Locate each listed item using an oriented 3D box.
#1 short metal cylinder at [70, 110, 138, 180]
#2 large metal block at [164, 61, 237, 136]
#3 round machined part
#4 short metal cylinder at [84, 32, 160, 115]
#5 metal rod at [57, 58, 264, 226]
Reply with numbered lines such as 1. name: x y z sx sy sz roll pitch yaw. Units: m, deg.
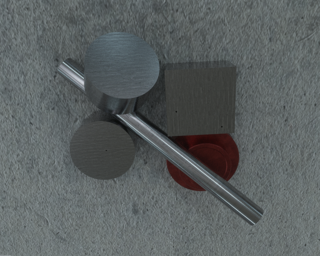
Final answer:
1. short metal cylinder: -0.071 0.020 0.405 0.081 0.050 0.079 0 110 0
2. large metal block: 0.047 -0.038 0.382 0.080 0.050 0.079 -3 110 1
3. round machined part: 0.058 0.044 0.418 0.099 0.042 0.097 0 110 0
4. short metal cylinder: -0.046 -0.061 0.355 0.081 0.050 0.080 4 72 -13
5. metal rod: 0.000 0.016 0.381 0.300 0.025 0.025 38 106 0
